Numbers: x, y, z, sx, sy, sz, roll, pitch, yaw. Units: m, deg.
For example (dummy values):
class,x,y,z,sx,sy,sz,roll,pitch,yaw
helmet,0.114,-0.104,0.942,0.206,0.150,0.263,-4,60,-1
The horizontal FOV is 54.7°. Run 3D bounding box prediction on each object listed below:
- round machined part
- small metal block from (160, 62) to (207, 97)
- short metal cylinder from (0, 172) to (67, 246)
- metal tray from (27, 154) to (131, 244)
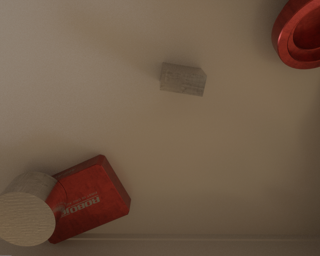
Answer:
class,x,y,z,sx,sy,sz,roll,pitch,yaw
round machined part,0.174,-0.117,0.347,0.099,0.042,0.097,-5,140,-4
small metal block,0.026,-0.060,0.376,0.050,0.050,0.025,8,110,-4
short metal cylinder,-0.168,0.104,0.401,0.081,0.050,0.079,0,110,0
metal tray,-0.119,0.104,0.445,0.130,0.030,0.090,-24,109,8
